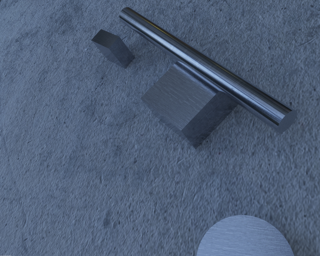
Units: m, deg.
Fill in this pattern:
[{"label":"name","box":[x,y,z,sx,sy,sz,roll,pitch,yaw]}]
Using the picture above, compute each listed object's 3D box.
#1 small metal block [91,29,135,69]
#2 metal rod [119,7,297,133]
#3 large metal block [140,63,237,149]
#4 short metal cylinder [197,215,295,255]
[{"label":"small metal block","box":[-0.076,-0.129,0.505,0.050,0.050,0.025,32,80,37]},{"label":"metal rod","box":[0.033,-0.088,0.375,0.025,0.025,0.300,-44,51,-2]},{"label":"large metal block","box":[0.037,-0.034,0.388,0.080,0.050,0.080,-46,52,-4]},{"label":"short metal cylinder","box":[0.078,0.123,0.271,0.080,0.050,0.080,-13,56,20]}]
